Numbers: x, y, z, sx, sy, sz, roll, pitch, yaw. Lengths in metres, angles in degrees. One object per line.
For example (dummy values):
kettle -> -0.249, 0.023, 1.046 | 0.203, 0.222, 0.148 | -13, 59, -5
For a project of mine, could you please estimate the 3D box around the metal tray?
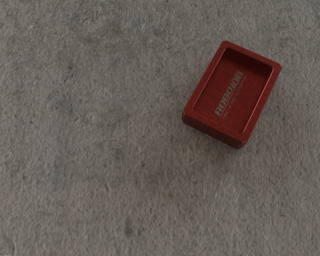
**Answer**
metal tray -> 0.098, -0.048, 0.424 | 0.090, 0.030, 0.130 | 27, 72, 9
